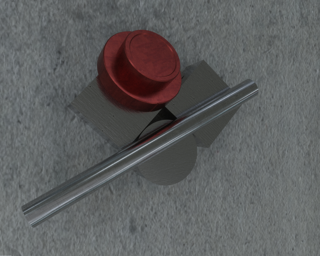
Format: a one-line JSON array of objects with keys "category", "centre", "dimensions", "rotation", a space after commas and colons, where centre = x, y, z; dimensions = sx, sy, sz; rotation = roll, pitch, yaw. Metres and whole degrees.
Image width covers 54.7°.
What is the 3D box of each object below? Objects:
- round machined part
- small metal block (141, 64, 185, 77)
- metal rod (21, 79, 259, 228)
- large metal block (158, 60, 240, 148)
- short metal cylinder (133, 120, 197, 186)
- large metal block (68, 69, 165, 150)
[{"category": "round machined part", "centre": [-0.016, -0.070, 0.349], "dimensions": [0.099, 0.042, 0.098], "rotation": [15, 57, -25]}, {"category": "small metal block", "centre": [-0.005, -0.069, 0.408], "dimensions": [0.050, 0.025, 0.050], "rotation": [45, 76, -15]}, {"category": "metal rod", "centre": [-0.007, 0.018, 0.355], "dimensions": [0.302, 0.025, 0.025], "rotation": [-29, 100, -18]}, {"category": "large metal block", "centre": [0.050, -0.031, 0.417], "dimensions": [0.080, 0.050, 0.080], "rotation": [43, 76, -15]}, {"category": "short metal cylinder", "centre": [0.000, 0.030, 0.397], "dimensions": [0.081, 0.050, 0.079], "rotation": [0, 90, -21]}, {"category": "large metal block", "centre": [-0.052, -0.029, 0.377], "dimensions": [0.080, 0.050, 0.080], "rotation": [44, 76, -15]}]
